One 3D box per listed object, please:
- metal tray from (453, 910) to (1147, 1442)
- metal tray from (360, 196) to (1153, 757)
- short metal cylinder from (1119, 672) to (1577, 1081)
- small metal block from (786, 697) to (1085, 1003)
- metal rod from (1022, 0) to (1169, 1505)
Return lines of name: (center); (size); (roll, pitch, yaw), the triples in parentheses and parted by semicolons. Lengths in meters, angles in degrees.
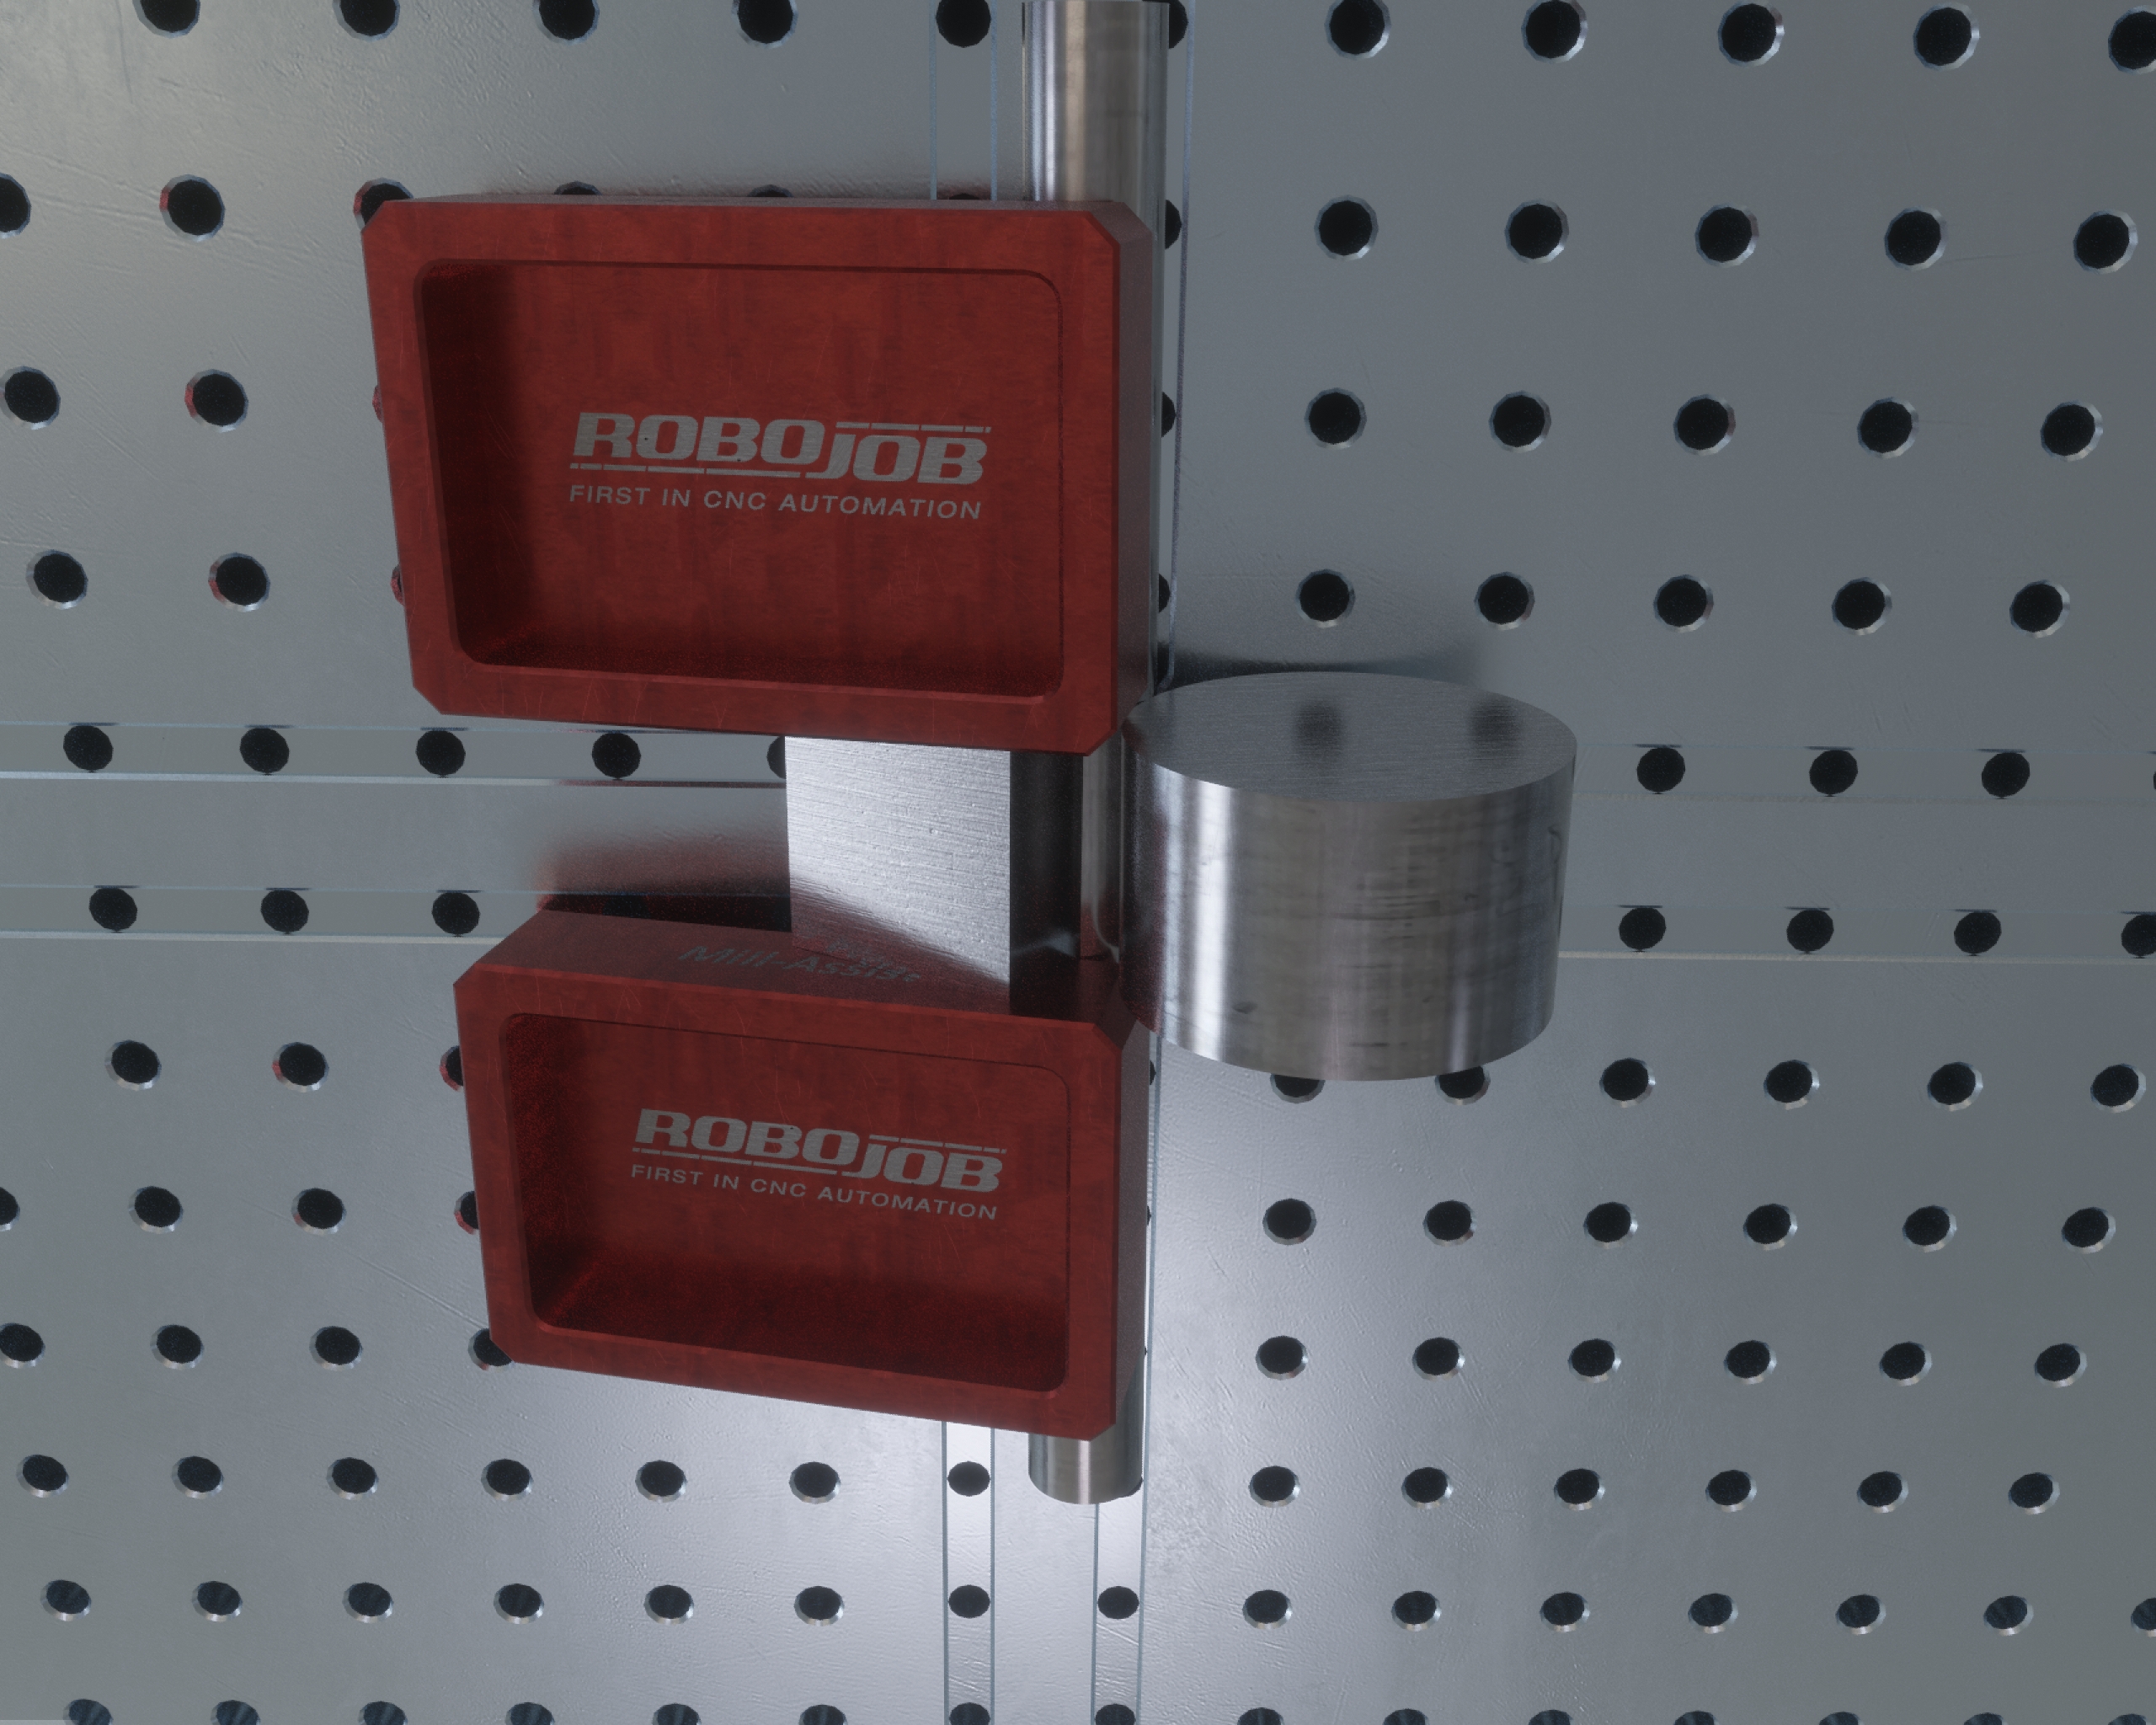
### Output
metal tray: (-0.053, 0.061, 0.414); (0.131, 0.030, 0.089); (5, 111, 11)
metal tray: (-0.054, -0.069, 0.366); (0.131, 0.030, 0.089); (4, 111, 11)
short metal cylinder: (0.048, 0.000, 0.381); (0.081, 0.080, 0.050); (0, 110, 0)
small metal block: (-0.027, -0.006, 0.396); (0.050, 0.025, 0.050); (13, 113, 29)
metal rod: (0.002, -0.007, 0.406); (0.025, 0.025, 0.298); (0, 110, 0)
